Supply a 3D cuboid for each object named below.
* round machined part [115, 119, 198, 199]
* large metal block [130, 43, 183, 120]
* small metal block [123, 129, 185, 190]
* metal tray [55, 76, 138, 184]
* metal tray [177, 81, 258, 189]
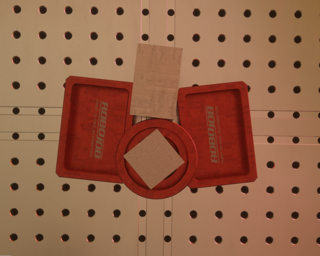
[{"bbox_3d":[-0.004,0.037,0.392,0.099,0.042,0.097,0,90,0],"label":"round machined part"},{"bbox_3d":[-0.004,-0.052,0.382,0.050,0.080,0.080,6,90,0],"label":"large metal block"},{"bbox_3d":[-0.007,0.036,0.367,0.050,0.025,0.050,-39,90,0],"label":"small metal block"},{"bbox_3d":[-0.081,0.002,0.406,0.091,0.030,0.129,6,90,0],"label":"metal tray"},{"bbox_3d":[0.072,0.009,0.407,0.091,0.030,0.129,-6,90,0],"label":"metal tray"}]
